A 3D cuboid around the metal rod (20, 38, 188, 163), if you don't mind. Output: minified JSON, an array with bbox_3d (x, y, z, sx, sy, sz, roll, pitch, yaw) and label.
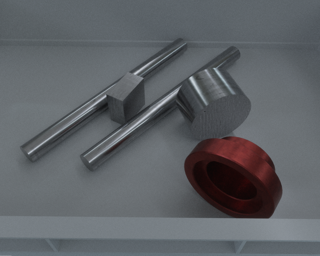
[{"bbox_3d":[-0.063,-0.054,0.449,0.025,0.025,0.302,34,57,25],"label":"metal rod"}]

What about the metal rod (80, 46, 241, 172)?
[{"bbox_3d":[0.017,-0.040,0.439,0.025,0.025,0.302,37,59,26],"label":"metal rod"}]

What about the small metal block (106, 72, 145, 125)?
[{"bbox_3d":[-0.045,-0.039,0.421,0.025,0.050,0.050,24,54,18],"label":"small metal block"}]

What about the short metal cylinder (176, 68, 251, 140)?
[{"bbox_3d":[0.067,-0.029,0.395,0.081,0.080,0.050,-15,52,-13],"label":"short metal cylinder"}]

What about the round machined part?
[{"bbox_3d":[0.078,0.047,0.319,0.098,0.097,0.042,29,56,22],"label":"round machined part"}]
